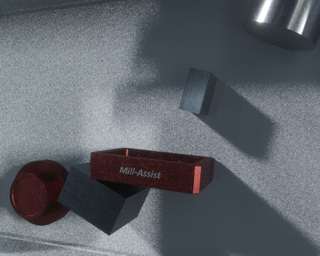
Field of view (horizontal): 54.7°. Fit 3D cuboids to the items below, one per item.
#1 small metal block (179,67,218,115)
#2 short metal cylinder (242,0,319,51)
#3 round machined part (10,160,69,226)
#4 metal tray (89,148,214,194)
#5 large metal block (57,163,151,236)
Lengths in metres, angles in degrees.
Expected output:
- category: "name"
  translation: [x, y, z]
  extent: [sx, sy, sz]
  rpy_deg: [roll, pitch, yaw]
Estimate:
- category: "small metal block"
  translation: [0.048, -0.043, 0.380]
  extent: [0.025, 0.050, 0.050]
  rpy_deg: [16, 95, 19]
- category: "short metal cylinder"
  translation: [0.136, -0.122, 0.333]
  extent: [0.080, 0.080, 0.050]
  rpy_deg: [24, 98, 18]
- category: "round machined part"
  translation: [-0.183, 0.098, 0.464]
  extent: [0.098, 0.042, 0.097]
  rpy_deg: [0, 90, 19]
- category: "metal tray"
  translation: [-0.007, 0.048, 0.377]
  extent: [0.130, 0.090, 0.030]
  rpy_deg: [5, 92, 19]
- category: "large metal block"
  translation: [-0.069, 0.085, 0.404]
  extent: [0.080, 0.080, 0.050]
  rpy_deg: [27, 99, 17]
